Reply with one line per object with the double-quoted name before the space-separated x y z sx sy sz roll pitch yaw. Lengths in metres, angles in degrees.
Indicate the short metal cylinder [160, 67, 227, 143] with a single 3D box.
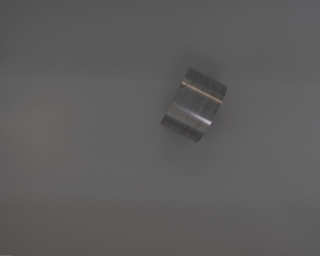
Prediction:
"short metal cylinder" 0.041 -0.028 0.384 0.050 0.080 0.080 28 90 0
